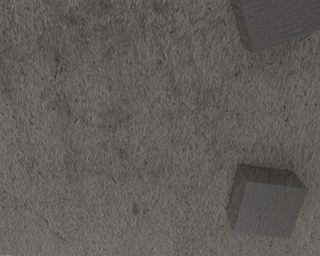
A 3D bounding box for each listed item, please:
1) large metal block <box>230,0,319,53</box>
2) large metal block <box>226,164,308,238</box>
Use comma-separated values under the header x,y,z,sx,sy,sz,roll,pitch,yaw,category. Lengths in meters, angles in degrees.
x,y,z,sx,sy,sz,roll,pitch,yaw,category
0.128,-0.139,0.346,0.080,0.050,0.080,-19,109,7,large metal block
0.146,0.102,0.435,0.081,0.050,0.079,8,110,-3,large metal block
